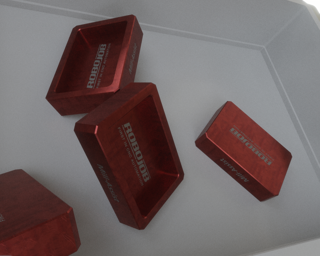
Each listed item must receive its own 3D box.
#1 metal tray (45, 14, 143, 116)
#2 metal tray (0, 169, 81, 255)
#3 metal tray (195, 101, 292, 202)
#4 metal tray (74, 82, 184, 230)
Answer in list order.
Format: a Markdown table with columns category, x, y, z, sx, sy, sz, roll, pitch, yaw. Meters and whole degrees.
| category | x | y | z | sx | sy | sz | roll | pitch | yaw |
| --- | --- | --- | --- | --- | --- | --- | --- | --- | --- |
| metal tray | -0.075 | -0.079 | 0.377 | 0.090 | 0.030 | 0.130 | -5 | 54 | 17 |
| metal tray | -0.129 | 0.072 | 0.230 | 0.091 | 0.130 | 0.030 | -19 | 108 | -36 |
| metal tray | 0.125 | 0.032 | 0.453 | 0.130 | 0.030 | 0.090 | 41 | 51 | -1 |
| metal tray | -0.024 | 0.029 | 0.324 | 0.090 | 0.030 | 0.129 | -45 | 128 | -39 |
